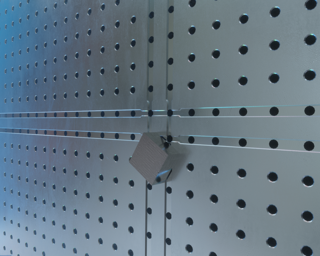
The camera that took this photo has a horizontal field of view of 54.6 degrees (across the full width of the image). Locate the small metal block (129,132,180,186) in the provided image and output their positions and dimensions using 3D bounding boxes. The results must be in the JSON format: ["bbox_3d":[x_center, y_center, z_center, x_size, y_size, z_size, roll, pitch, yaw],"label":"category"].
[{"bbox_3d":[-0.008,0.040,0.417,0.050,0.025,0.050,41,115,32],"label":"small metal block"}]
